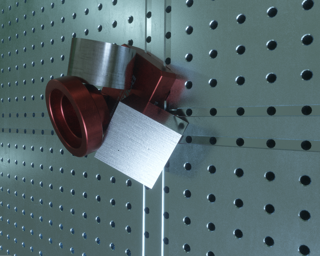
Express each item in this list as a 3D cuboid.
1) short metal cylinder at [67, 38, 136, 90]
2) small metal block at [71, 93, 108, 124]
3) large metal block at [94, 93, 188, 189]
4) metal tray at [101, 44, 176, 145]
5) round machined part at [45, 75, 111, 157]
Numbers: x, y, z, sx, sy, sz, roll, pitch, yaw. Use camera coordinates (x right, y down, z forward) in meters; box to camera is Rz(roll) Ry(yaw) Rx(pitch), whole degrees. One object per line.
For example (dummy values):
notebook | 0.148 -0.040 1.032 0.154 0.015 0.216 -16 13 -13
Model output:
short metal cylinder | -0.074 -0.080 0.392 0.080 0.081 0.050 17 101 38
small metal block | -0.106 -0.027 0.437 0.025 0.050 0.050 24 105 37
large metal block | -0.022 0.015 0.386 0.080 0.050 0.079 29 111 3
metal tray | -0.043 -0.041 0.440 0.090 0.030 0.129 42 115 31
round machined part | -0.097 -0.017 0.379 0.098 0.042 0.097 28 130 40
